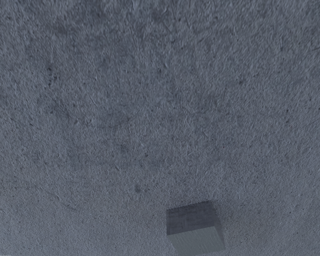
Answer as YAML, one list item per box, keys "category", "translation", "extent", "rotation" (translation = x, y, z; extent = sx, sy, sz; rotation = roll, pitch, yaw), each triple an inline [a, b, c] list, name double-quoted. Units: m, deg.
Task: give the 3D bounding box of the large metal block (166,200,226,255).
- category: "large metal block"
  translation: [0.063, 0.178, 0.543]
  extent: [0.080, 0.050, 0.080]
  rotation: [-16, 129, 13]
